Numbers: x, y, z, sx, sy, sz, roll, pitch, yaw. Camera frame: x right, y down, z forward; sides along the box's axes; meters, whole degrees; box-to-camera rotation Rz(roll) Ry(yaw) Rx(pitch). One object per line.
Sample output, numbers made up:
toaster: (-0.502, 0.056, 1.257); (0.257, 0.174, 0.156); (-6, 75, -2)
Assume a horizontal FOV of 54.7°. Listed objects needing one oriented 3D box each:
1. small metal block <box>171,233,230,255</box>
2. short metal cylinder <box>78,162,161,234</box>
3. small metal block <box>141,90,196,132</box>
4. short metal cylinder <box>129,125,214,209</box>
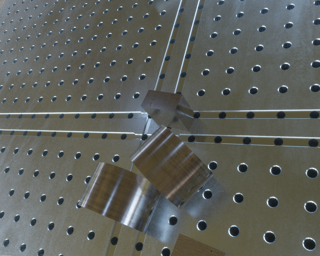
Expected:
small metal block: (0.036, 0.139, 0.304); (0.050, 0.025, 0.050); (12, 68, 33)
short metal cylinder: (-0.044, 0.078, 0.348); (0.080, 0.080, 0.050); (11, 67, 32)
small metal block: (0.012, -0.022, 0.400); (0.050, 0.050, 0.025); (13, 68, 33)
short metal cylinder: (0.013, 0.042, 0.341); (0.050, 0.080, 0.080); (-45, 51, -3)
